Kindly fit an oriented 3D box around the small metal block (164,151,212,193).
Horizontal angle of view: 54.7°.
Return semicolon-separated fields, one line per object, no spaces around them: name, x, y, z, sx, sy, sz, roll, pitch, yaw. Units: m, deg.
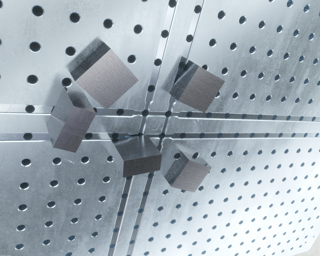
small metal block;0.043;0.069;0.480;0.050;0.025;0.050;22;107;-37

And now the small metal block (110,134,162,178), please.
small metal block;-0.032;0.035;0.401;0.050;0.050;0.025;-8;122;-25

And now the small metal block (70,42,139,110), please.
small metal block;-0.061;-0.057;0.344;0.050;0.025;0.050;-43;130;1

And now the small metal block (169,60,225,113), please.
small metal block;0.049;-0.054;0.407;0.050;0.025;0.050;21;107;-36

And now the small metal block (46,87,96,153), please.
small metal block;-0.098;-0.009;0.337;0.025;0.050;0.050;20;108;-36
